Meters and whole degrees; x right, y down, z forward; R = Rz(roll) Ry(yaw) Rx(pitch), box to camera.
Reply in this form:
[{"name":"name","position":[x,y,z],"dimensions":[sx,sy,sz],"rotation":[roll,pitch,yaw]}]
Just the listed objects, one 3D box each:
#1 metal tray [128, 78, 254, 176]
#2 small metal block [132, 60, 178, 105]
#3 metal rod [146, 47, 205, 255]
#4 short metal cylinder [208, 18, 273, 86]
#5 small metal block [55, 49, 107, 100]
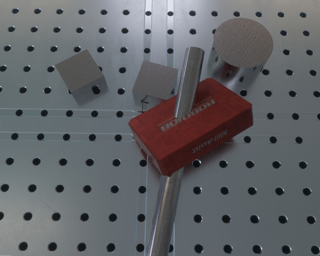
[{"name":"metal tray","position":[0.037,-0.007,0.387],"dimensions":[0.131,0.030,0.090],"rotation":[-29,41,-12]},{"name":"small metal block","position":[-0.006,-0.062,0.434],"dimensions":[0.050,0.025,0.050],"rotation":[16,71,6]},{"name":"metal rod","position":[0.017,0.043,0.374],"dimensions":[0.025,0.025,0.299],"rotation":[11,78,4]},{"name":"short metal cylinder","position":[0.111,-0.107,0.438],"dimensions":[0.081,0.050,0.080],"rotation":[0,70,0]},{"name":"small metal block","position":[-0.111,-0.075,0.438],"dimensions":[0.050,0.025,0.050],"rotation":[-30,73,-11]}]
